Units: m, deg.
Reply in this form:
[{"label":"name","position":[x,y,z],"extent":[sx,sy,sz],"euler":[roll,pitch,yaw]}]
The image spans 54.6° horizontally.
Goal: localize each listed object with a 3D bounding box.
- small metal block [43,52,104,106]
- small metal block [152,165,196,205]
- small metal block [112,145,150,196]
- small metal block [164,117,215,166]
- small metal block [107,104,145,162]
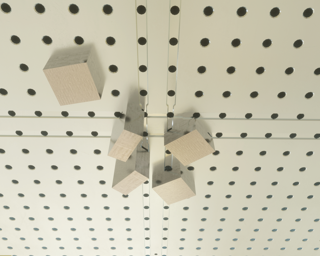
[{"label":"small metal block","position":[-0.099,-0.057,0.362],"extent":[0.050,0.025,0.050],"euler":[-8,130,7]},{"label":"small metal block","position":[0.022,0.091,0.489],"extent":[0.050,0.025,0.050],"euler":[-24,126,19]},{"label":"small metal block","position":[-0.041,0.060,0.446],"extent":[0.025,0.050,0.050],"euler":[36,122,-26]},{"label":"small metal block","position":[0.041,0.020,0.429],"extent":[0.050,0.025,0.050],"euler":[-29,125,22]},{"label":"small metal block","position":[-0.043,0.007,0.400],"extent":[0.025,0.050,0.050],"euler":[23,127,-18]}]
